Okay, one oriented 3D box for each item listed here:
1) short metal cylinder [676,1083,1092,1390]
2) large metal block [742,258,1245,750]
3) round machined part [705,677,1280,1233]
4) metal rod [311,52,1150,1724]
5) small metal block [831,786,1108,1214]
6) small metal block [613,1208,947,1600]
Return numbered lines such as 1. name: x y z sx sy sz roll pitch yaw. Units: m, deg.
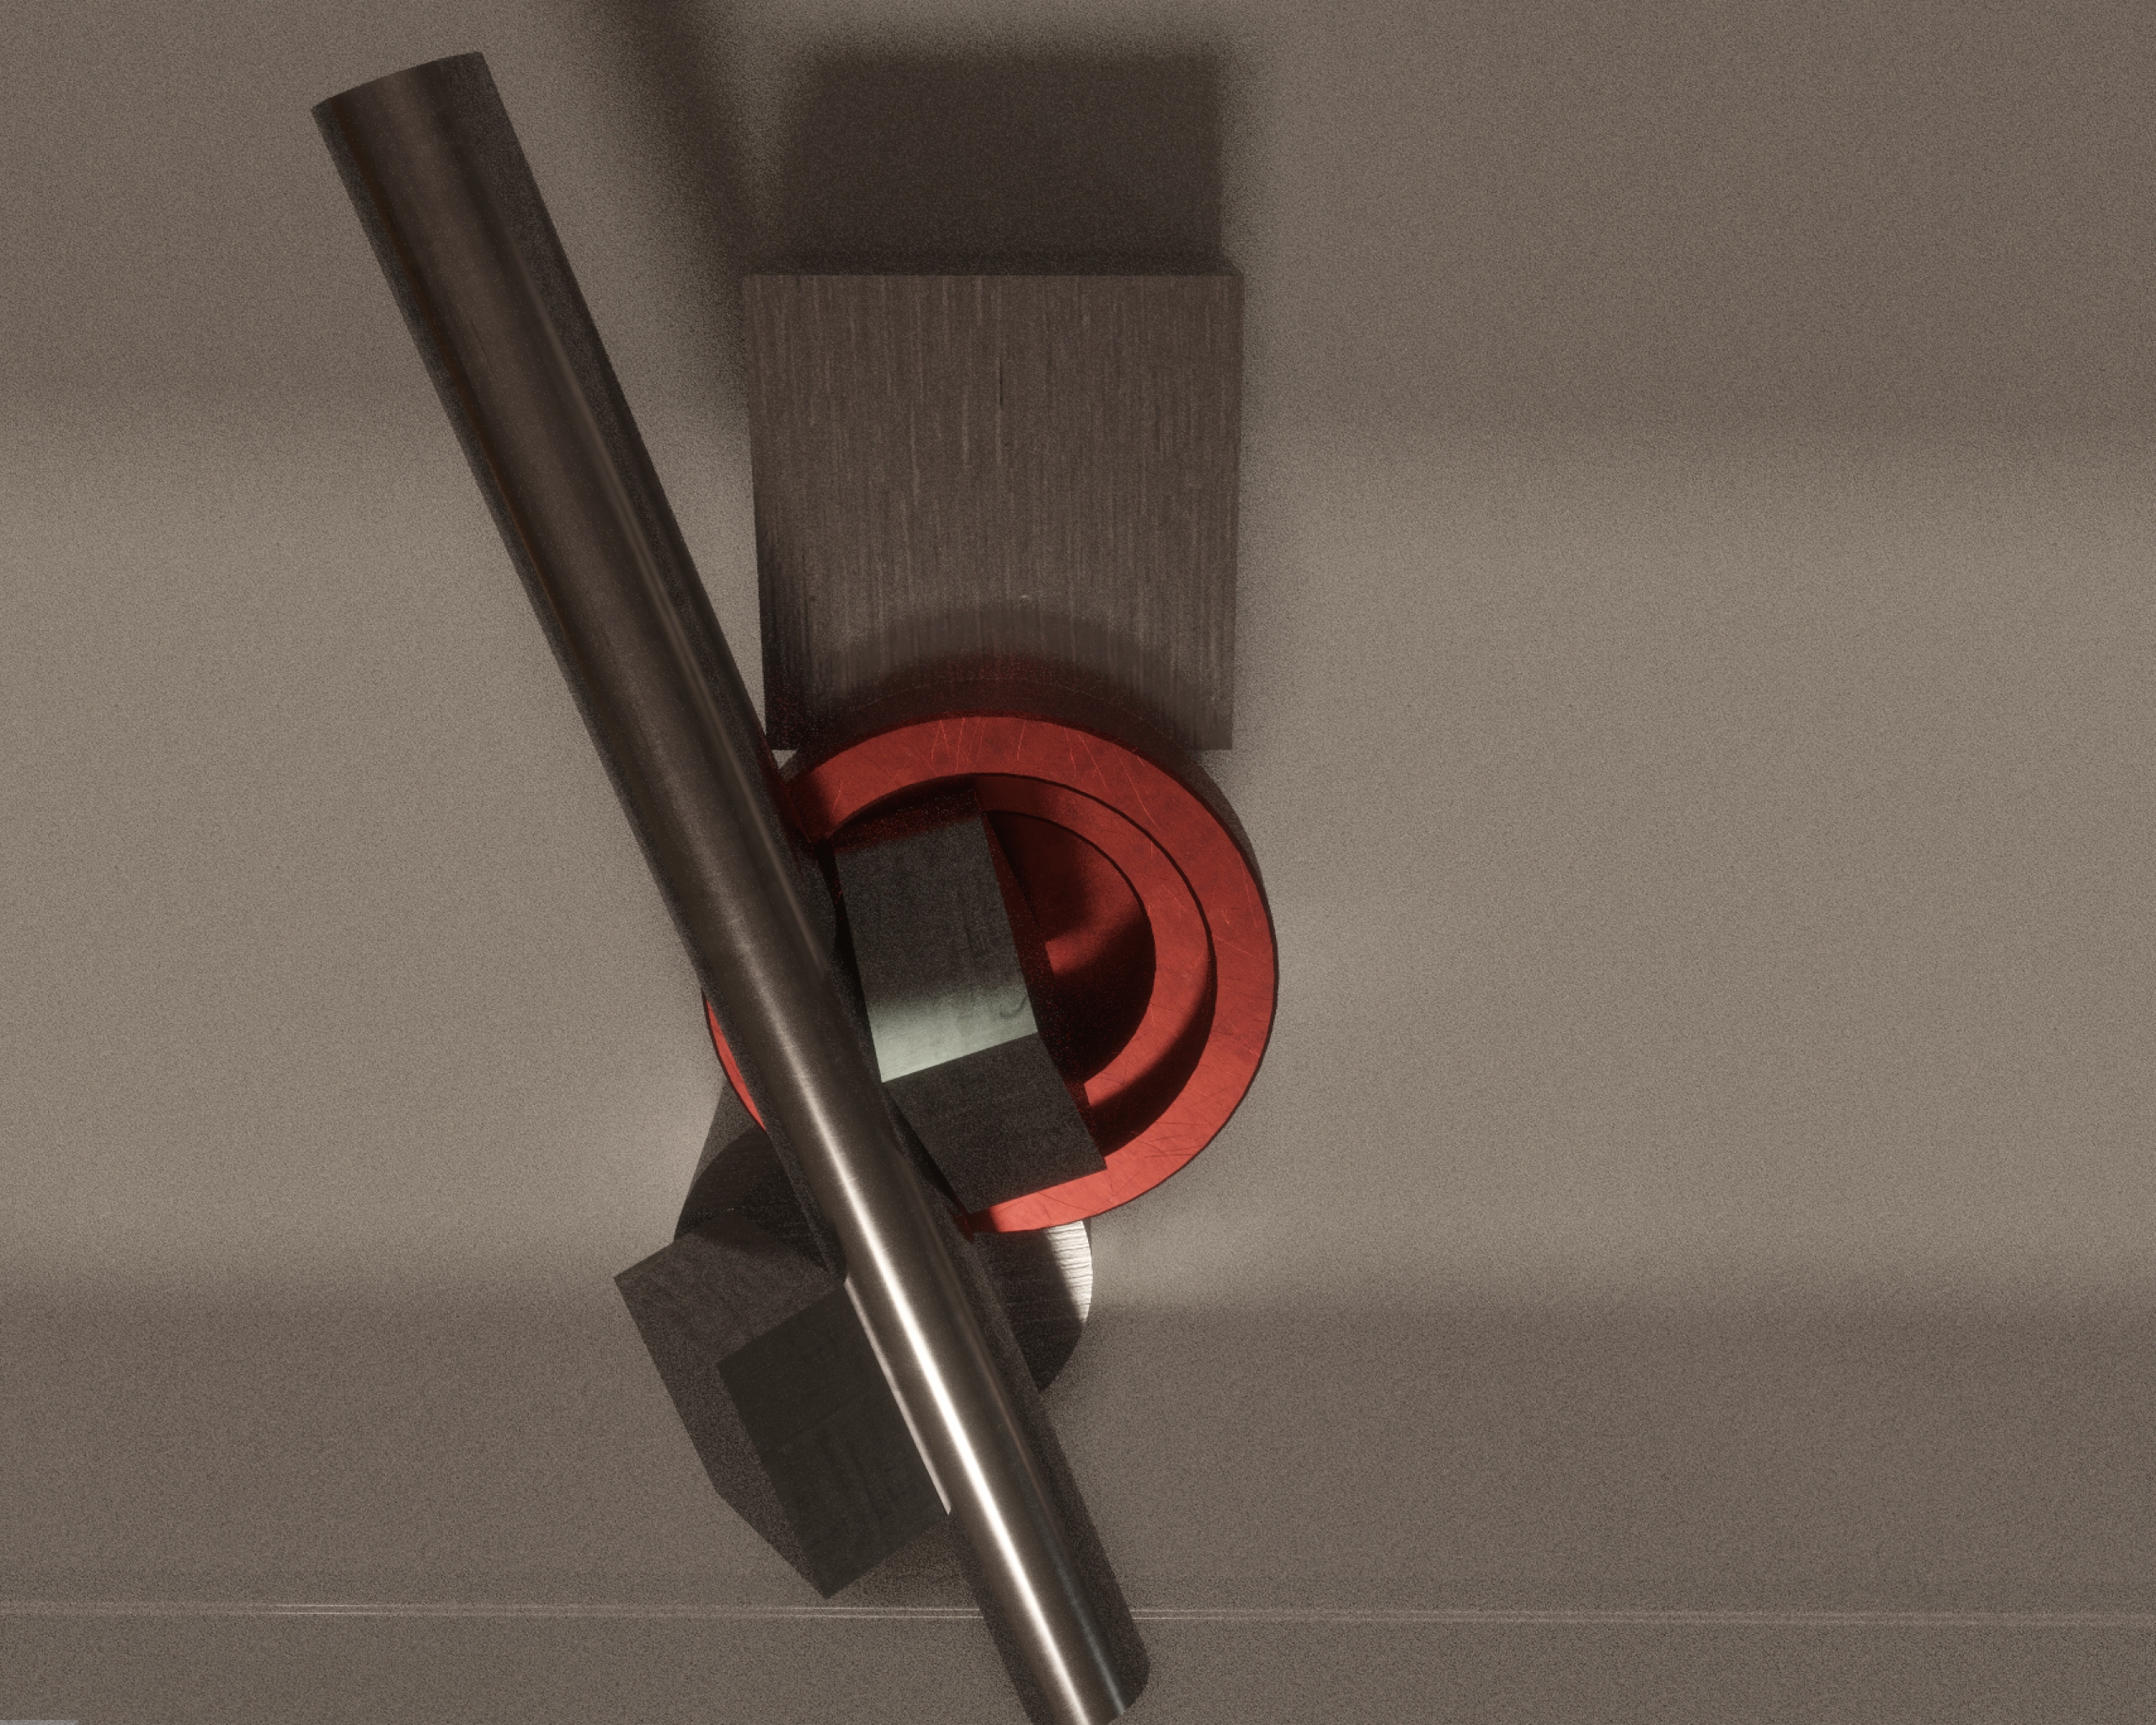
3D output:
1. short metal cylinder: -0.038 0.071 0.423 0.081 0.050 0.079 0 110 -1
2. large metal block: -0.014 -0.065 0.371 0.081 0.050 0.079 0 110 -1
3. round machined part: -0.015 0.014 0.374 0.099 0.042 0.097 0 110 -1
4. metal rod: -0.047 0.022 0.343 0.025 0.025 0.298 -18 109 6
5. small metal block: -0.018 0.024 0.354 0.025 0.050 0.050 -19 144 3
6. small metal block: -0.054 0.096 0.375 0.025 0.050 0.050 -29 111 -25
